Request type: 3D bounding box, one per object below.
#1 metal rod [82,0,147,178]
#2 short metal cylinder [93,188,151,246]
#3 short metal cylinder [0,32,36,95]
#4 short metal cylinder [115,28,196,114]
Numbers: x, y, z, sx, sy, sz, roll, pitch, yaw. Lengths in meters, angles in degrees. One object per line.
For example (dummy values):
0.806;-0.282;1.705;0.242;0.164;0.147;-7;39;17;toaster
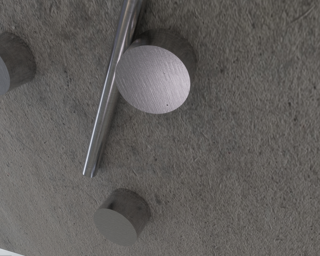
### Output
-0.070;-0.036;0.421;0.025;0.025;0.298;30;128;9;metal rod
-0.062;0.148;0.515;0.080;0.050;0.079;13;124;21;short metal cylinder
-0.232;-0.095;0.454;0.080;0.050;0.079;13;124;21;short metal cylinder
-0.003;-0.063;0.343;0.080;0.050;0.079;7;127;10;short metal cylinder
